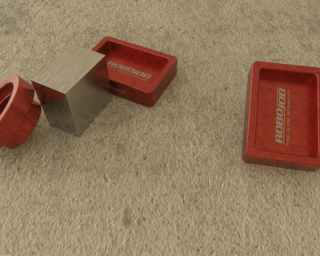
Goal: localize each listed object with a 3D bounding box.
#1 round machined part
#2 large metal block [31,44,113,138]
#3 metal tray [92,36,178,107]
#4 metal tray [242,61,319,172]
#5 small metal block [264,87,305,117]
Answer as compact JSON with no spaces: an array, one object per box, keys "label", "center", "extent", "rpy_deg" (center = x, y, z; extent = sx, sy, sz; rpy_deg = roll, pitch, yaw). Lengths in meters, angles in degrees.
[{"label":"round machined part","center":[-0.185,-0.013,0.381],"extent":[0.098,0.042,0.098],"rpy_deg":[-24,47,29]},{"label":"large metal block","center":[-0.110,-0.049,0.407],"extent":[0.050,0.080,0.080],"rpy_deg":[22,53,17]},{"label":"metal tray","center":[-0.050,-0.090,0.474],"extent":[0.130,0.030,0.090],"rpy_deg":[21,53,16]},{"label":"metal tray","center":[0.155,-0.017,0.387],"extent":[0.090,0.030,0.130],"rpy_deg":[8,70,6]},{"label":"small metal block","center":[0.171,-0.036,0.435],"extent":[0.050,0.025,0.050],"rpy_deg":[-18,52,-15]}]
